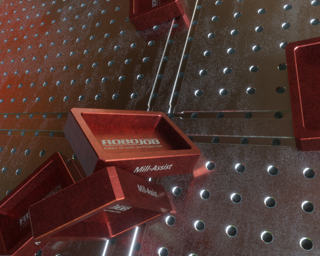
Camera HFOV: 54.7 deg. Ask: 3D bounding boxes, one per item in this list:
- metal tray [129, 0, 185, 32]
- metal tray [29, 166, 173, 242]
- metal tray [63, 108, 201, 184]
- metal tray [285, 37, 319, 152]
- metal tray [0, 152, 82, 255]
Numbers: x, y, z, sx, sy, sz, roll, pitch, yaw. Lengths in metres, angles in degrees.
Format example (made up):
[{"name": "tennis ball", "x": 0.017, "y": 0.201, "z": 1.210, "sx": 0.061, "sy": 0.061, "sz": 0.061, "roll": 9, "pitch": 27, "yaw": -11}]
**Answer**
[{"name": "metal tray", "x": -0.008, "y": -0.240, "z": 0.554, "sx": 0.090, "sy": 0.030, "sz": 0.130, "roll": -15, "pitch": 56, "yaw": 19}, {"name": "metal tray", "x": -0.051, "y": 0.083, "z": 0.314, "sx": 0.090, "sy": 0.130, "sz": 0.030, "roll": -28, "pitch": 64, "yaw": 11}, {"name": "metal tray", "x": -0.029, "y": 0.016, "z": 0.348, "sx": 0.090, "sy": 0.131, "sz": 0.030, "roll": 48, "pitch": 126, "yaw": 40}, {"name": "metal tray", "x": 0.188, "y": -0.042, "z": 0.331, "sx": 0.090, "sy": 0.030, "sz": 0.130, "roll": -7, "pitch": 59, "yaw": 24}, {"name": "metal tray", "x": -0.164, "y": 0.107, "z": 0.423, "sx": 0.130, "sy": 0.030, "sz": 0.090, "roll": -42, "pitch": 51, "yaw": -1}]
